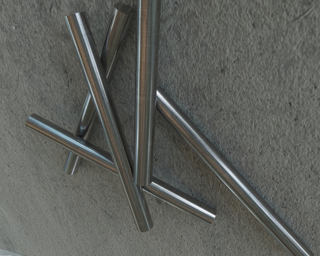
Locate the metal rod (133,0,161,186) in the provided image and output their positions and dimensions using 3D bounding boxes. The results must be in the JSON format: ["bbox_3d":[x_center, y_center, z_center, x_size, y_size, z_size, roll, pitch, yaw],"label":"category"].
[{"bbox_3d":[-0.015,-0.067,0.347,0.025,0.025,0.298,13,116,21],"label":"metal rod"}]

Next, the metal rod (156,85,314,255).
[{"bbox_3d":[0.092,0.064,0.398,0.300,0.025,0.025,47,129,-5],"label":"metal rod"}]

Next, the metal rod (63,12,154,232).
[{"bbox_3d":[-0.059,0.007,0.400,0.025,0.025,0.298,-4,112,30],"label":"metal rod"}]

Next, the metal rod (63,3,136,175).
[{"bbox_3d":[-0.096,-0.031,0.438,0.025,0.025,0.298,34,129,6],"label":"metal rod"}]

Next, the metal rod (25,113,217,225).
[{"bbox_3d":[-0.057,0.059,0.451,0.301,0.025,0.025,28,128,2],"label":"metal rod"}]
